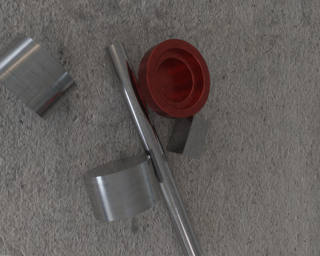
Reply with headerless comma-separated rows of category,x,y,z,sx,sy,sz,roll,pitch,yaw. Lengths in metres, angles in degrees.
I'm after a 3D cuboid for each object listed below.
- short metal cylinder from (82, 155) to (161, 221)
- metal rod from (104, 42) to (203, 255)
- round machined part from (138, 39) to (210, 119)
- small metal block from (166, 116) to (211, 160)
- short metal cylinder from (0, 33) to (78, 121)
short metal cylinder,-0.044,0.068,0.364,0.081,0.080,0.050,-16,96,-19
metal rod,-0.006,0.036,0.406,0.025,0.025,0.299,-23,98,-19
round machined part,0.014,-0.060,0.397,0.099,0.042,0.097,2,86,-34
small metal block,0.036,0.012,0.409,0.025,0.050,0.050,20,84,-22
short metal cylinder,-0.136,-0.053,0.330,0.080,0.080,0.050,44,76,-15
